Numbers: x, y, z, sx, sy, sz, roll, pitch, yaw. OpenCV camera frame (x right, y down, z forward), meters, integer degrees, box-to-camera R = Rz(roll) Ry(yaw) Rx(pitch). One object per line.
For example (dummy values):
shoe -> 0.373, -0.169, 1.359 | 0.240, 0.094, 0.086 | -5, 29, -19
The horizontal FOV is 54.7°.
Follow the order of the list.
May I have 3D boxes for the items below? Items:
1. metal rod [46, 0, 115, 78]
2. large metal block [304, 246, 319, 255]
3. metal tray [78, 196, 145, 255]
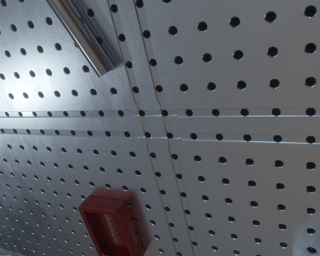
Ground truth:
metal rod -> -0.149, -0.193, 0.367 | 0.025, 0.025, 0.299 | -24, 106, 36
large metal block -> 0.229, 0.202, 0.399 | 0.080, 0.050, 0.079 | 34, 129, 5
metal tray -> -0.087, 0.189, 0.568 | 0.090, 0.030, 0.129 | 0, 119, 28
